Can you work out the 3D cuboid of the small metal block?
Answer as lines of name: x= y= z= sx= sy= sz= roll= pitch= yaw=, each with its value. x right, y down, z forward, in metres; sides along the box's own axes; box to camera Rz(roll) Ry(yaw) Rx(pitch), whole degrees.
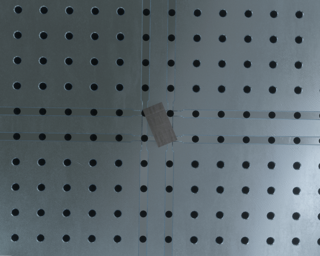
small metal block: x=0.000 y=-0.004 z=0.401 sx=0.025 sy=0.050 sz=0.050 roll=-22 pitch=91 yaw=0
